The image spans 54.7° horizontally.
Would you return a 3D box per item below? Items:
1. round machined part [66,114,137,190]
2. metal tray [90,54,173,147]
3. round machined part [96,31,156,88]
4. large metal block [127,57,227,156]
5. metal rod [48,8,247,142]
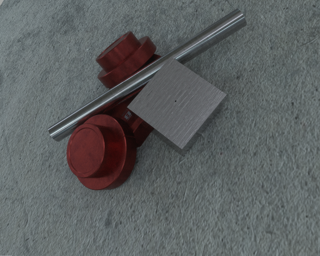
[{"bbox_3d":[-0.081,0.030,0.396,0.098,0.042,0.098,-6,78,34],"label":"round machined part"},{"bbox_3d":[-0.030,-0.046,0.446,0.090,0.030,0.130,27,76,37],"label":"metal tray"},{"bbox_3d":[-0.057,-0.107,0.464,0.098,0.042,0.098,-33,23,17],"label":"round machined part"},{"bbox_3d":[0.021,-0.024,0.375,0.080,0.050,0.080,37,81,14],"label":"large metal block"},{"bbox_3d":[-0.022,-0.067,0.421,0.300,0.025,0.025,-31,52,8],"label":"metal rod"}]
